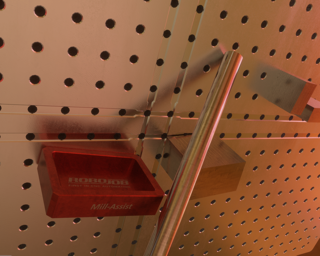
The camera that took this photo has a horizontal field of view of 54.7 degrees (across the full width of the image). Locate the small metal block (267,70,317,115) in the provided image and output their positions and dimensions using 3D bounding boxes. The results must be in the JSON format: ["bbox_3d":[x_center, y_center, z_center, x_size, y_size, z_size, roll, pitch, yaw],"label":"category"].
[{"bbox_3d":[0.199,-0.054,0.470,0.025,0.050,0.050,6,116,-31],"label":"small metal block"}]

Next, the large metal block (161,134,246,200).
[{"bbox_3d":[0.059,0.051,0.439,0.081,0.080,0.050,-5,121,-26],"label":"large metal block"}]

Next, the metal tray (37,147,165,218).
[{"bbox_3d":[-0.070,0.063,0.369,0.131,0.090,0.030,8,114,-32],"label":"metal tray"}]

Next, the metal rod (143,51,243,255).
[{"bbox_3d":[0.040,0.039,0.371,0.025,0.025,0.299,35,71,-39],"label":"metal rod"}]

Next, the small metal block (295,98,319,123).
[{"bbox_3d":[0.244,-0.032,0.509,0.050,0.050,0.025,0,118,-29],"label":"small metal block"}]
